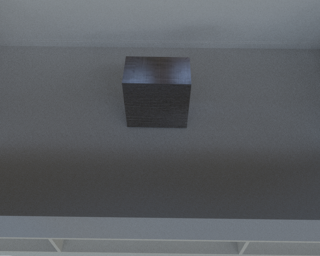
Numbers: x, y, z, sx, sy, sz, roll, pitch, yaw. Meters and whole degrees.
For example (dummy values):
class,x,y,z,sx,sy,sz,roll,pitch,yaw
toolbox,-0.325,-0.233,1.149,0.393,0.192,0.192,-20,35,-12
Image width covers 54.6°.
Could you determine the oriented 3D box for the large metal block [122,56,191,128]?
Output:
class,x,y,z,sx,sy,sz,roll,pitch,yaw
large metal block,-0.003,-0.045,0.405,0.080,0.080,0.050,1,50,0
